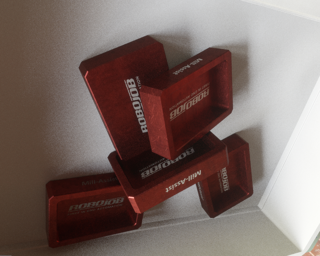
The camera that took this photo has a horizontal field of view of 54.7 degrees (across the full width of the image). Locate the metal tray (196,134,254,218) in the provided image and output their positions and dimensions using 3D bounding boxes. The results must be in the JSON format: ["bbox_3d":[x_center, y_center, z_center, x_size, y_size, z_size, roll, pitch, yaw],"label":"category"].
[{"bbox_3d":[0.105,0.082,0.513,0.091,0.030,0.129,-27,128,-12],"label":"metal tray"}]

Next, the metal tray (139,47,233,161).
[{"bbox_3d":[0.039,-0.032,0.372,0.131,0.030,0.089,-35,130,-34],"label":"metal tray"}]

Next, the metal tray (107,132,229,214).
[{"bbox_3d":[0.009,0.040,0.396,0.131,0.090,0.030,-26,128,-12],"label":"metal tray"}]

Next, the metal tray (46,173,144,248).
[{"bbox_3d":[-0.086,0.109,0.425,0.131,0.030,0.089,-4,120,-27],"label":"metal tray"}]

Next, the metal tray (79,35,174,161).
[{"bbox_3d":[-0.028,-0.032,0.370,0.091,0.030,0.129,-26,128,-12],"label":"metal tray"}]
